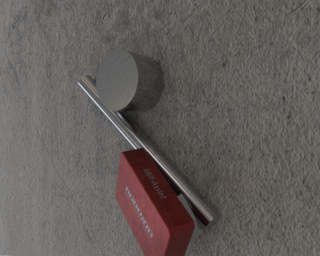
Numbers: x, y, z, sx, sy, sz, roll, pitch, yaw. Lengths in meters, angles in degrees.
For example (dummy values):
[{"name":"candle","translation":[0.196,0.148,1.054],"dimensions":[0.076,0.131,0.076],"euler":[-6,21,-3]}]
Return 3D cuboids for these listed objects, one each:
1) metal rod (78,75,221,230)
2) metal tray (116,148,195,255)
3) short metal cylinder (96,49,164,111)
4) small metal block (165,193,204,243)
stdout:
[{"name":"metal rod","translation":[-0.031,0.016,0.430],"dimensions":[0.300,0.025,0.025],"euler":[45,117,30]},{"name":"metal tray","translation":[-0.013,0.098,0.375],"dimensions":[0.130,0.030,0.089],"euler":[51,141,42]},{"name":"short metal cylinder","translation":[-0.041,-0.063,0.423],"dimensions":[0.080,0.050,0.080],"euler":[0,90,40]},{"name":"small metal block","translation":[0.018,0.110,0.371],"dimensions":[0.050,0.025,0.050],"euler":[60,150,6]}]
